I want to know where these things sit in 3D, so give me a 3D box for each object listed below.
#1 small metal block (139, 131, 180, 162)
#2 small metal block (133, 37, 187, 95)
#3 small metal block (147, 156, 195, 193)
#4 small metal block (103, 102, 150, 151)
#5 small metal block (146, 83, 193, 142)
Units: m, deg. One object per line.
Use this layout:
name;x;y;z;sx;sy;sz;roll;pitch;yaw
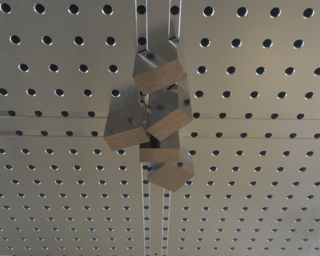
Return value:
small metal block;-0.001;0.019;0.411;0.050;0.050;0.025;1;130;-1
small metal block;0.000;-0.068;0.338;0.050;0.050;0.025;-19;128;15
small metal block;0.016;0.066;0.468;0.050;0.025;0.050;28;125;-22
small metal block;-0.040;-0.002;0.393;0.050;0.050;0.025;-15;129;12
small metal block;0.011;-0.019;0.379;0.050;0.050;0.025;-34;122;25
